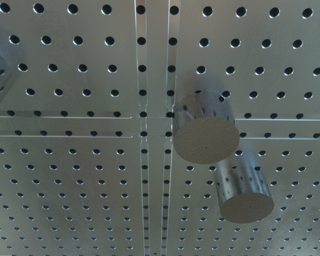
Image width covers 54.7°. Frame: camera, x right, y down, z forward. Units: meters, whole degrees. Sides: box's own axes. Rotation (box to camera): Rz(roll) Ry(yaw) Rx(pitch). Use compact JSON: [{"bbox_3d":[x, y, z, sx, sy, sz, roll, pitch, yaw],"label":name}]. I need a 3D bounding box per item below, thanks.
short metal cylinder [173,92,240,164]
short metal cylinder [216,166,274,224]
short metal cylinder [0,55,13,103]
[{"bbox_3d":[0.057,0.001,0.396,0.081,0.050,0.079,0,130,0],"label":"short metal cylinder"},{"bbox_3d":[0.131,0.106,0.487,0.081,0.050,0.079,0,130,0],"label":"short metal cylinder"},{"bbox_3d":[-0.217,-0.052,0.349,0.081,0.050,0.079,0,130,0],"label":"short metal cylinder"}]
